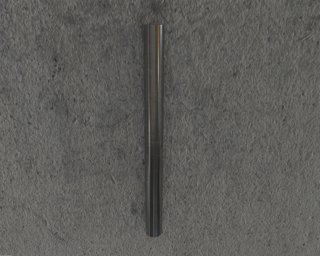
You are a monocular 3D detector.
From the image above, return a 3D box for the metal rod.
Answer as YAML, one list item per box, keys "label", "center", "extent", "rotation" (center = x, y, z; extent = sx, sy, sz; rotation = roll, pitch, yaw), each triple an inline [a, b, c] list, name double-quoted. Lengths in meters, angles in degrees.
- label: "metal rod"
  center: [-0.008, 0.017, 0.417]
  extent: [0.025, 0.025, 0.298]
  rotation: [0, 110, -1]
